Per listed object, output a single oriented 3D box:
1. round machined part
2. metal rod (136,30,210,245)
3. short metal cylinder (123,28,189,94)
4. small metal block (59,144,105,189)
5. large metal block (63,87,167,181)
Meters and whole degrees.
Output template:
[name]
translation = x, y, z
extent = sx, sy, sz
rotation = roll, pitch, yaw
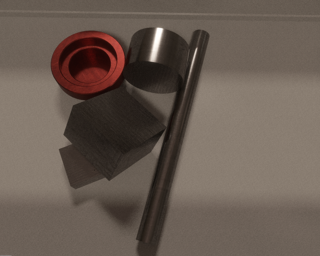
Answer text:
[round machined part]
translation = -0.095, -0.082, 0.429
extent = 0.099, 0.042, 0.098
rotation = 0, 70, 0
[metal rod]
translation = 0.023, -0.002, 0.410
extent = 0.025, 0.025, 0.299
rotation = 14, 70, 5
[short metal cylinder]
translation = -0.004, -0.087, 0.412
extent = 0.080, 0.080, 0.050
rotation = 10, 69, 3
[small metal block]
translation = -0.093, 0.043, 0.393
extent = 0.050, 0.025, 0.050
rotation = -21, 72, -8
[large metal block]
translation = -0.054, 0.004, 0.375
extent = 0.080, 0.050, 0.081
rotation = 43, 40, 13
